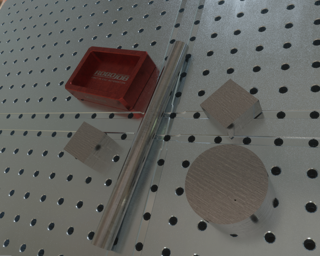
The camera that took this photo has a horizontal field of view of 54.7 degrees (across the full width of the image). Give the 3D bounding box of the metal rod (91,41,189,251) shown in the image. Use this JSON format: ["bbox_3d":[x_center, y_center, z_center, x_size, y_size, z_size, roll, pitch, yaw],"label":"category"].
[{"bbox_3d":[-0.018,0.008,0.413,0.025,0.025,0.300,8,65,31],"label":"metal rod"}]

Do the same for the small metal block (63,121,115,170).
[{"bbox_3d":[-0.102,0.025,0.447,0.050,0.025,0.050,25,75,36],"label":"small metal block"}]

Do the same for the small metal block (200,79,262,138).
[{"bbox_3d":[0.086,-0.024,0.378,0.050,0.025,0.050,-41,51,0],"label":"small metal block"}]

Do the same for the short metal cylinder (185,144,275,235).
[{"bbox_3d":[0.072,0.063,0.316,0.080,0.050,0.080,-13,56,21],"label":"short metal cylinder"}]

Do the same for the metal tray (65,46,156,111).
[{"bbox_3d":[-0.082,-0.084,0.499,0.130,0.030,0.090,15,69,34],"label":"metal tray"}]
